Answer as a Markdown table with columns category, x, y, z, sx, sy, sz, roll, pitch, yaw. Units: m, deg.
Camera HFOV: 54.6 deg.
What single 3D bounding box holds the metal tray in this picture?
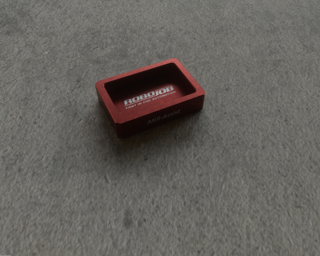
| category | x | y | z | sx | sy | sz | roll | pitch | yaw |
| --- | --- | --- | --- | --- | --- | --- | --- | --- | --- |
| metal tray | -0.014 | -0.046 | 0.438 | 0.131 | 0.030 | 0.090 | -20 | 53 | -17 |
